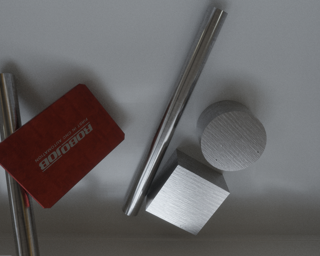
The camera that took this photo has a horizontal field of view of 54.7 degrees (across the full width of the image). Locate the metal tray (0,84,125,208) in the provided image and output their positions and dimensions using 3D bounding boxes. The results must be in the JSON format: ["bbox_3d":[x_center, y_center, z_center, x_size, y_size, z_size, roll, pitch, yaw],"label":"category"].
[{"bbox_3d":[-0.118,0.019,0.375,0.131,0.030,0.090,-45,108,-25],"label":"metal tray"}]

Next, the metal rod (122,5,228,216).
[{"bbox_3d":[0.012,-0.008,0.408,0.025,0.025,0.298,21,109,-8],"label":"metal rod"}]

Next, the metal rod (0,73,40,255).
[{"bbox_3d":[-0.168,0.081,0.372,0.025,0.025,0.298,-11,84,3],"label":"metal rod"}]

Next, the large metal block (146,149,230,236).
[{"bbox_3d":[0.036,0.089,0.431,0.080,0.050,0.080,30,107,-11],"label":"large metal block"}]

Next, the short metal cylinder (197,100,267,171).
[{"bbox_3d":[0.090,0.009,0.403,0.081,0.050,0.079,0,110,-1],"label":"short metal cylinder"}]
